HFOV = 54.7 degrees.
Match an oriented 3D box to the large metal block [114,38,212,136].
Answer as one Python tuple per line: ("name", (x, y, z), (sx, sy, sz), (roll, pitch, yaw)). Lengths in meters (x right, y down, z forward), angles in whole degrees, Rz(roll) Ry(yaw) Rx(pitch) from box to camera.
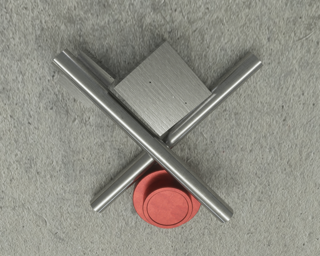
("large metal block", (0.003, -0.051, 0.380), (0.080, 0.050, 0.080), (-40, 106, 13))

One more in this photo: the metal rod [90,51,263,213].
("metal rod", (0.013, 0.014, 0.418), (0.025, 0.025, 0.299), (43, 104, -15))

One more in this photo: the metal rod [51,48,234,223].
("metal rod", (-0.011, 0.020, 0.391), (0.025, 0.025, 0.300), (-42, 105, 13))

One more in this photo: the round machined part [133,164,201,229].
("round machined part", (0.011, 0.102, 0.439), (0.099, 0.042, 0.097), (0, 110, -1))

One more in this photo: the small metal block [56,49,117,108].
("small metal block", (-0.091, -0.062, 0.388), (0.050, 0.025, 0.050), (41, 105, -14))
